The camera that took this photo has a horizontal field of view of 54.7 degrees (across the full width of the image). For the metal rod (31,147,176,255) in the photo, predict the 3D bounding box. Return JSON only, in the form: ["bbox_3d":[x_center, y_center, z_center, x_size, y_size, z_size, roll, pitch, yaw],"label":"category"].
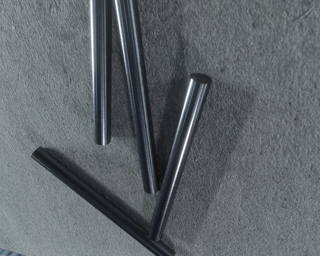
[{"bbox_3d":[-0.100,0.134,0.542,0.300,0.025,0.025,38,129,2],"label":"metal rod"}]

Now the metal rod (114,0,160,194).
[{"bbox_3d":[-0.026,-0.038,0.396,0.025,0.025,0.298,8,122,24],"label":"metal rod"}]

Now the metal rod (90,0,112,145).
[{"bbox_3d":[-0.072,-0.104,0.379,0.025,0.025,0.298,19,126,17],"label":"metal rod"}]

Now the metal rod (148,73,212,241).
[{"bbox_3d":[0.019,0.062,0.434,0.025,0.025,0.298,23,127,14],"label":"metal rod"}]
